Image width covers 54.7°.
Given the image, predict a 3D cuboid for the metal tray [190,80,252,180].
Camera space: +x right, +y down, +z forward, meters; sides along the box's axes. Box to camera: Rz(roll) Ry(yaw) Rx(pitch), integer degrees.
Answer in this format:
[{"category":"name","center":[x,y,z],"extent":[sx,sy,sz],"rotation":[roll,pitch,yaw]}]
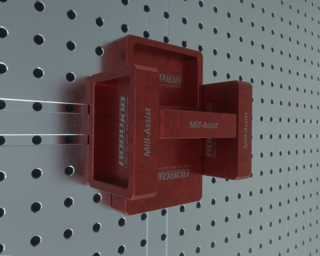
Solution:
[{"category":"metal tray","center":[0.083,0.003,0.438],"extent":[0.030,0.090,0.129],"rotation":[1,89,-40]}]

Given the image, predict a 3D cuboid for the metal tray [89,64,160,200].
[{"category":"metal tray","center":[-0.041,0.004,0.333],"extent":[0.030,0.090,0.129],"rotation":[1,89,-40]}]

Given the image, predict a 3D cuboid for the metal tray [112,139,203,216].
[{"category":"metal tray","center":[0.001,0.057,0.407],"extent":[0.131,0.030,0.089],"rotation":[1,90,-40]}]

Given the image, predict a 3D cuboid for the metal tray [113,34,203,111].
[{"category":"metal tray","center":[0.002,-0.064,0.409],"extent":[0.131,0.030,0.089],"rotation":[1,90,-40]}]

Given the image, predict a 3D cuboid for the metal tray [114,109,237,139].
[{"category":"metal tray","center":[0.021,-0.004,0.384],"extent":[0.131,0.090,0.030],"rotation":[1,90,-40]}]
